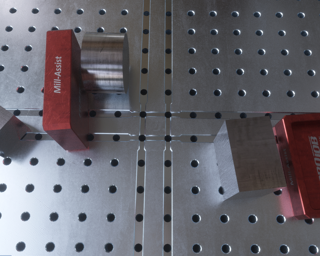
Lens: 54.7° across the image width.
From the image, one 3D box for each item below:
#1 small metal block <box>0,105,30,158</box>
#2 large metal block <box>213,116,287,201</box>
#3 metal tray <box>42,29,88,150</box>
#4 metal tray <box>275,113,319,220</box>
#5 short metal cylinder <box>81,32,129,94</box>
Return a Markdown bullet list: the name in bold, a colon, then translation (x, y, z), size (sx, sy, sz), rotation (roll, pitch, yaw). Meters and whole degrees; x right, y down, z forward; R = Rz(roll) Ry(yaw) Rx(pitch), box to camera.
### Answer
- **small metal block**: translation (-0.202, 0.005, 0.394), size (0.025, 0.050, 0.050), rotation (33, 73, 11)
- **large metal block**: translation (0.102, 0.039, 0.369), size (0.050, 0.080, 0.080), rotation (-6, 70, -2)
- **metal tray**: translation (-0.116, -0.045, 0.392), size (0.030, 0.090, 0.129), rotation (-5, 70, -2)
- **metal tray**: translation (0.208, 0.046, 0.394), size (0.091, 0.030, 0.129), rotation (-4, 70, -2)
- **short metal cylinder**: translation (-0.070, -0.086, 0.413), size (0.050, 0.080, 0.080), rotation (1, 70, 0)
